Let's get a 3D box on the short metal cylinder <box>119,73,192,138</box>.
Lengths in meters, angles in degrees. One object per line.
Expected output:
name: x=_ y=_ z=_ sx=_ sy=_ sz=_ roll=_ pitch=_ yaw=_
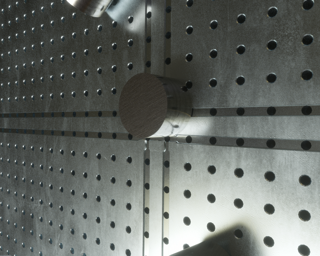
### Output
short metal cylinder: x=-0.006 y=-0.027 z=0.397 sx=0.080 sy=0.050 sz=0.079 roll=0 pitch=90 yaw=39

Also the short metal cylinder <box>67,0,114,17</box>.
short metal cylinder: x=-0.104 y=-0.212 z=0.457 sx=0.050 sy=0.081 sz=0.080 roll=-42 pitch=65 yaw=32

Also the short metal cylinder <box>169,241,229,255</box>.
short metal cylinder: x=0.044 y=0.171 z=0.336 sx=0.050 sy=0.081 sz=0.080 roll=-37 pitch=67 yaw=33
